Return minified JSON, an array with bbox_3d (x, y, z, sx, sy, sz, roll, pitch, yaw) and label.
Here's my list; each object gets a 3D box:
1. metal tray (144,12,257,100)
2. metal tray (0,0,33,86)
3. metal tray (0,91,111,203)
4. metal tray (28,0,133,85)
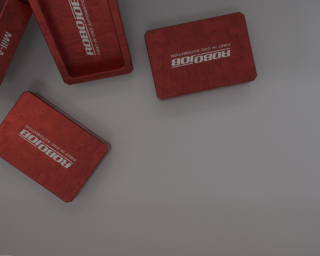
[{"bbox_3d":[0.052,-0.093,0.409,0.131,0.030,0.089,-12,90,0],"label":"metal tray"},{"bbox_3d":[-0.209,-0.106,0.374,0.090,0.030,0.129,34,100,36],"label":"metal tray"},{"bbox_3d":[-0.143,0.024,0.408,0.130,0.030,0.090,35,90,0],"label":"metal tray"},{"bbox_3d":[-0.089,-0.118,0.367,0.091,0.030,0.129,-11,134,0],"label":"metal tray"}]
